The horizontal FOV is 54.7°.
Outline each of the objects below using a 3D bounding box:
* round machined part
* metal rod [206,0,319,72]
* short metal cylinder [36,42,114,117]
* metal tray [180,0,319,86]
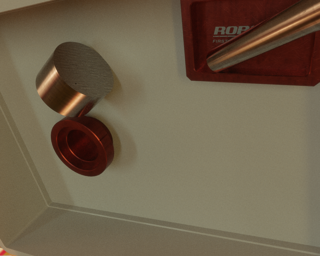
[{"bbox_3d":[-0.111,0.022,0.467,0.098,0.042,0.097,13,124,20],"label":"round machined part"},{"bbox_3d":[0.121,-0.082,0.184,0.025,0.025,0.299,54,157,-11],"label":"metal rod"},{"bbox_3d":[-0.106,-0.060,0.390,0.080,0.080,0.050,49,128,-7],"label":"short metal cylinder"},{"bbox_3d":[0.089,-0.091,0.301,0.130,0.030,0.089,7,122,24],"label":"metal tray"}]
